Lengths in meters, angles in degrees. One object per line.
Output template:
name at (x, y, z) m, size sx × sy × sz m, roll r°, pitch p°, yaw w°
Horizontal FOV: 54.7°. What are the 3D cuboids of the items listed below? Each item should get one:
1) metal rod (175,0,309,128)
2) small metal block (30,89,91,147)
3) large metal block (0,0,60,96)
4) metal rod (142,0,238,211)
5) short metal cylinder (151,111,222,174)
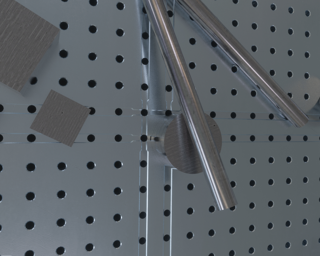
metal rod at (0.118, -0.105, 0.455) m, size 0.300 × 0.025 × 0.025 m, roll 41°, pitch 77°, yaw -15°
small metal block at (-0.118, -0.011, 0.369) m, size 0.050 × 0.025 × 0.050 m, roll 28°, pitch 81°, yaw -18°
large metal block at (-0.167, -0.091, 0.337) m, size 0.080 × 0.050 × 0.080 m, roll 31°, pitch 80°, yaw -18°
metal rod at (0.029, -0.050, 0.378) m, size 0.025 × 0.025 × 0.299 m, roll -15°, pitch 78°, yaw -19°
short metal cylinder at (0.034, 0.018, 0.412) m, size 0.081 × 0.050 × 0.080 m, roll 0°, pitch 90°, yaw -20°
